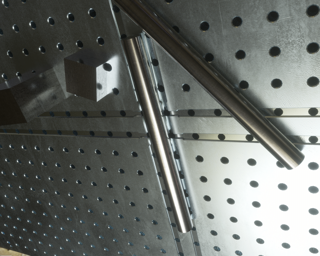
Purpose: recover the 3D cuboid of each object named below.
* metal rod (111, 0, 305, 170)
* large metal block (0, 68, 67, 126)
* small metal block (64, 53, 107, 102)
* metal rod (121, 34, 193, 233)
[{"bbox_3d":[0.046,-0.064,0.347,0.300,0.025,0.025,43,129,-2],"label":"metal rod"},{"bbox_3d":[-0.202,-0.045,0.454,0.080,0.080,0.050,-4,116,30],"label":"large metal block"},{"bbox_3d":[-0.100,-0.069,0.421,0.050,0.025,0.050,19,126,17],"label":"small metal block"},{"bbox_3d":[0.003,0.024,0.424,0.025,0.025,0.298,-1,118,29],"label":"metal rod"}]
